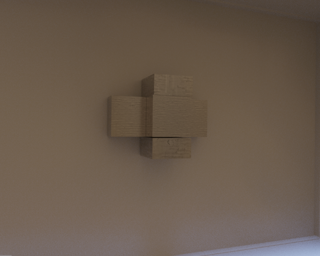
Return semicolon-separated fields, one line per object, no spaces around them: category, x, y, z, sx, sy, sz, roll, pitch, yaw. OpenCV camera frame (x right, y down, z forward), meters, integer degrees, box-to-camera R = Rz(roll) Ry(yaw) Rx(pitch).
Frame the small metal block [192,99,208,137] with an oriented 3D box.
small metal block;0.036;-0.013;0.422;0.050;0.025;0.050;1;90;-20

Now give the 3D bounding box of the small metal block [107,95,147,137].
small metal block;-0.039;-0.014;0.394;0.050;0.025;0.050;1;90;-20

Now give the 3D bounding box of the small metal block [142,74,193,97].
small metal block;0.008;-0.052;0.398;0.050;0.050;0.025;1;90;-20

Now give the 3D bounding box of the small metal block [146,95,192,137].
small metal block;0.011;-0.014;0.385;0.050;0.025;0.050;1;90;-20

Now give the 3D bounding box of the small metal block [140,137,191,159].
small metal block;0.006;0.024;0.396;0.050;0.050;0.025;1;90;-20
